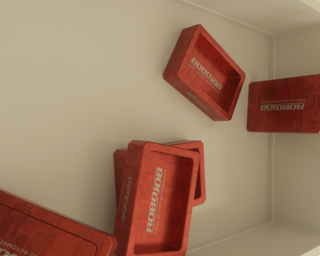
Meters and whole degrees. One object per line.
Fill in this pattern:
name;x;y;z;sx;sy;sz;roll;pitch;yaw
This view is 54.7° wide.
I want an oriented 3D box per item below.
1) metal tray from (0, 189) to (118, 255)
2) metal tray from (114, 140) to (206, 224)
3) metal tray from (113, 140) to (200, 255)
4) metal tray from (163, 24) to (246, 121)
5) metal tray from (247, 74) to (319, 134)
metal tray;-0.113;0.110;0.255;0.030;0.131;0.090;88;23;-70
metal tray;0.005;0.067;0.409;0.131;0.030;0.089;-5;94;-40
metal tray;-0.002;0.085;0.363;0.091;0.030;0.129;15;81;-39
metal tray;0.072;-0.078;0.465;0.130;0.030;0.090;35;68;-35
metal tray;0.212;-0.037;0.519;0.030;0.130;0.089;7;86;-40
